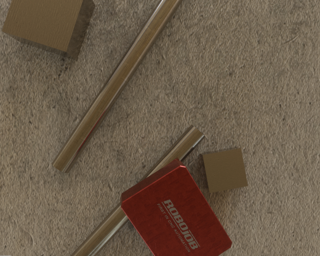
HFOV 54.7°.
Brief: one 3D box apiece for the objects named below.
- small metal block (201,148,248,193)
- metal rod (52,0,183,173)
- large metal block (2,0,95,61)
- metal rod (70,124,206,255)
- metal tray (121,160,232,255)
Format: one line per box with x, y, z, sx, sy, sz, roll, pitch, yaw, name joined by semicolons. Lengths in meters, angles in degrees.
0.084;0.055;0.411;0.050;0.025;0.050;-10;90;-1;small metal block
-0.049;-0.072;0.409;0.025;0.025;0.299;33;90;-1;metal rod
-0.139;-0.141;0.396;0.080;0.050;0.080;18;90;-1;large metal block
-0.051;0.114;0.409;0.025;0.025;0.300;43;90;-1;metal rod
0.021;0.118;0.393;0.090;0.030;0.130;-32;102;-4;metal tray
